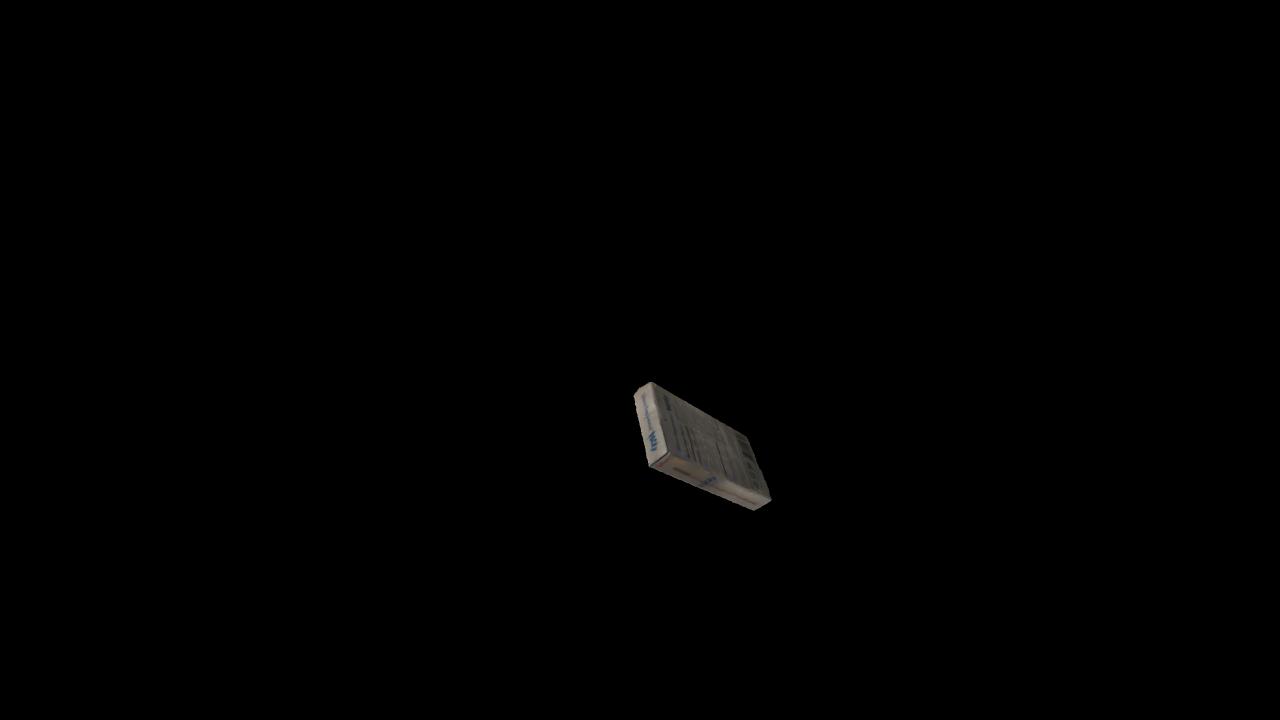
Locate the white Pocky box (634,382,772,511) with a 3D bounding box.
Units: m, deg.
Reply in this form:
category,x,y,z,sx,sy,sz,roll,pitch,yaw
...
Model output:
category,x,y,z,sx,sy,sz,roll,pitch,yaw
white Pocky box,0.061,0.085,0.585,0.028,0.084,0.154,-39,-48,25
